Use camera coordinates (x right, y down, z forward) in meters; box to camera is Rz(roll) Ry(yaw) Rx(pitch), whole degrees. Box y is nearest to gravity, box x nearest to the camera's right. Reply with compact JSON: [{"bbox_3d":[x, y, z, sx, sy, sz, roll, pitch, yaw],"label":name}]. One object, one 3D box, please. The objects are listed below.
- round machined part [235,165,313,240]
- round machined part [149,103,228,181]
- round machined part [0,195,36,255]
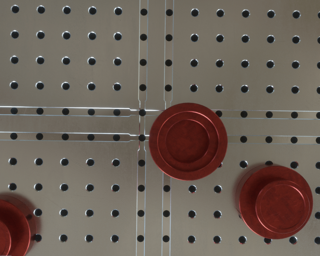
[{"bbox_3d":[0.153,0.098,0.407,0.099,0.042,0.097,0,90,-1],"label":"round machined part"},{"bbox_3d":[0.035,0.017,0.405,0.099,0.042,0.097,0,90,-1],"label":"round machined part"},{"bbox_3d":[-0.218,0.140,0.402,0.099,0.042,0.097,0,90,-1],"label":"round machined part"}]
